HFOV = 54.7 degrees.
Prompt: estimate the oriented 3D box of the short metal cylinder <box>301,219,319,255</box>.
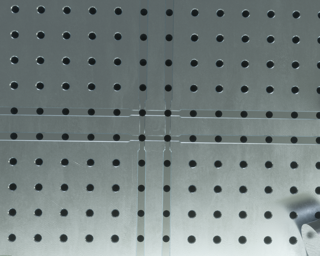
[{"bbox_3d":[0.224,0.153,0.389,0.050,0.080,0.080,-17,90,0],"label":"short metal cylinder"}]
